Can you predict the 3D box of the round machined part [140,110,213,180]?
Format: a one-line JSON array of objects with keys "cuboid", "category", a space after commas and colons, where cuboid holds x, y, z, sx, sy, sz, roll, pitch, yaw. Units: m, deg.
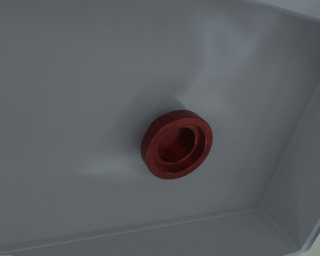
[{"cuboid": [0.019, 0.019, 0.421, 0.099, 0.042, 0.097, -14, 125, -21], "category": "round machined part"}]
